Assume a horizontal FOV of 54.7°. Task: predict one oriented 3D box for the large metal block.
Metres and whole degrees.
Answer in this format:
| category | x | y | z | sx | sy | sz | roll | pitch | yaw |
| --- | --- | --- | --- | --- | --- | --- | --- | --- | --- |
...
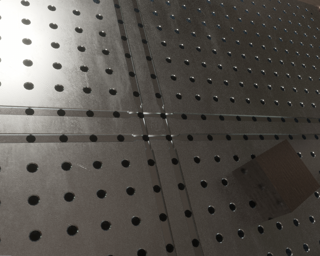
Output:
| category | x | y | z | sx | sy | sz | roll | pitch | yaw |
| --- | --- | --- | --- | --- | --- | --- | --- | --- | --- |
| large metal block | 0.164 | 0.072 | 0.439 | 0.081 | 0.050 | 0.080 | -21 | 73 | -36 |
